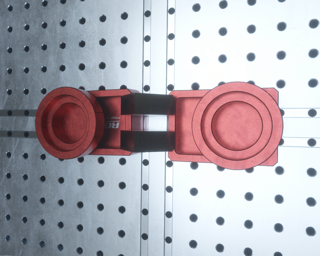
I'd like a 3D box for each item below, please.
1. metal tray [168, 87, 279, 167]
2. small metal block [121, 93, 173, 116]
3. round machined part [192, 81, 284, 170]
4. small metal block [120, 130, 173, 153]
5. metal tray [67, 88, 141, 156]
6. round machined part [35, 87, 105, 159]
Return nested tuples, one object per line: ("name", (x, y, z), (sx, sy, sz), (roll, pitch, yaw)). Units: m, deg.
("metal tray", (0.077, -0.002, 0.383), (0.130, 0.030, 0.089), (1, 90, 19))
("small metal block", (-0.017, -0.029, 0.390), (0.050, 0.050, 0.025), (-178, 89, -64))
("round machined part", (0.090, -0.003, 0.358), (0.098, 0.042, 0.097), (0, 90, 20))
("small metal block", (-0.018, 0.016, 0.390), (0.050, 0.050, 0.025), (-178, 89, -64))
("metal tray", (-0.094, -0.008, 0.444), (0.130, 0.030, 0.089), (-1, 92, 20))
("round machined part", (-0.120, -0.007, 0.433), (0.098, 0.042, 0.097), (0, 90, 20))
